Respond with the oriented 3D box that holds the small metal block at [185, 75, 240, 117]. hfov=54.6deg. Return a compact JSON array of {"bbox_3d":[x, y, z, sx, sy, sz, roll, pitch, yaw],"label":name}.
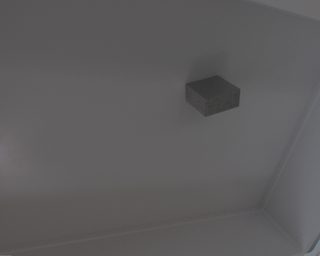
[{"bbox_3d":[0.067,-0.043,0.402,0.050,0.050,0.025,-17,125,-19],"label":"small metal block"}]
